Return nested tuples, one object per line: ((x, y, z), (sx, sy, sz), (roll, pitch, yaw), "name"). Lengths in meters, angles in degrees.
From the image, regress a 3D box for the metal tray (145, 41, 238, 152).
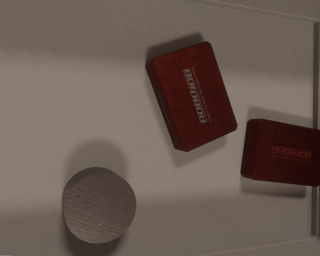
((0.045, -0.043, 0.426), (0.091, 0.030, 0.129), (-22, 98, -19), "metal tray")

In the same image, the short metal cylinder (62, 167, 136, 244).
((-0.074, 0.090, 0.371), (0.081, 0.050, 0.079), (0, 90, -21), "short metal cylinder")

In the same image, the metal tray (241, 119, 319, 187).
((0.194, 0.040, 0.482), (0.131, 0.030, 0.089), (9, 87, -20), "metal tray")
